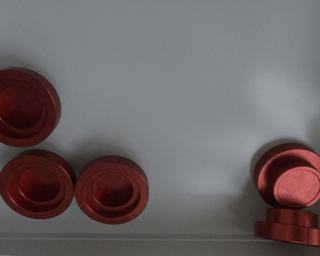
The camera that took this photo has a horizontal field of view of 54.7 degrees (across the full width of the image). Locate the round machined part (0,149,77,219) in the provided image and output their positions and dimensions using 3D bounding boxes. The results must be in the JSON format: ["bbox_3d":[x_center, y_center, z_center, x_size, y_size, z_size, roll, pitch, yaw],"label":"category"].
[{"bbox_3d":[-0.164,0.073,0.428,0.099,0.042,0.097,0,110,0],"label":"round machined part"}]

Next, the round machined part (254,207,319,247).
[{"bbox_3d":[0.185,0.139,0.436,0.099,0.098,0.042,11,72,-4],"label":"round machined part"}]

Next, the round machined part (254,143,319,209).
[{"bbox_3d":[0.185,0.073,0.431,0.099,0.042,0.097,0,110,0],"label":"round machined part"}]

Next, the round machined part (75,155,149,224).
[{"bbox_3d":[-0.064,0.081,0.432,0.099,0.042,0.097,0,110,0],"label":"round machined part"}]

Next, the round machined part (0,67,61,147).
[{"bbox_3d":[-0.174,-0.028,0.390,0.099,0.042,0.097,0,110,0],"label":"round machined part"}]
